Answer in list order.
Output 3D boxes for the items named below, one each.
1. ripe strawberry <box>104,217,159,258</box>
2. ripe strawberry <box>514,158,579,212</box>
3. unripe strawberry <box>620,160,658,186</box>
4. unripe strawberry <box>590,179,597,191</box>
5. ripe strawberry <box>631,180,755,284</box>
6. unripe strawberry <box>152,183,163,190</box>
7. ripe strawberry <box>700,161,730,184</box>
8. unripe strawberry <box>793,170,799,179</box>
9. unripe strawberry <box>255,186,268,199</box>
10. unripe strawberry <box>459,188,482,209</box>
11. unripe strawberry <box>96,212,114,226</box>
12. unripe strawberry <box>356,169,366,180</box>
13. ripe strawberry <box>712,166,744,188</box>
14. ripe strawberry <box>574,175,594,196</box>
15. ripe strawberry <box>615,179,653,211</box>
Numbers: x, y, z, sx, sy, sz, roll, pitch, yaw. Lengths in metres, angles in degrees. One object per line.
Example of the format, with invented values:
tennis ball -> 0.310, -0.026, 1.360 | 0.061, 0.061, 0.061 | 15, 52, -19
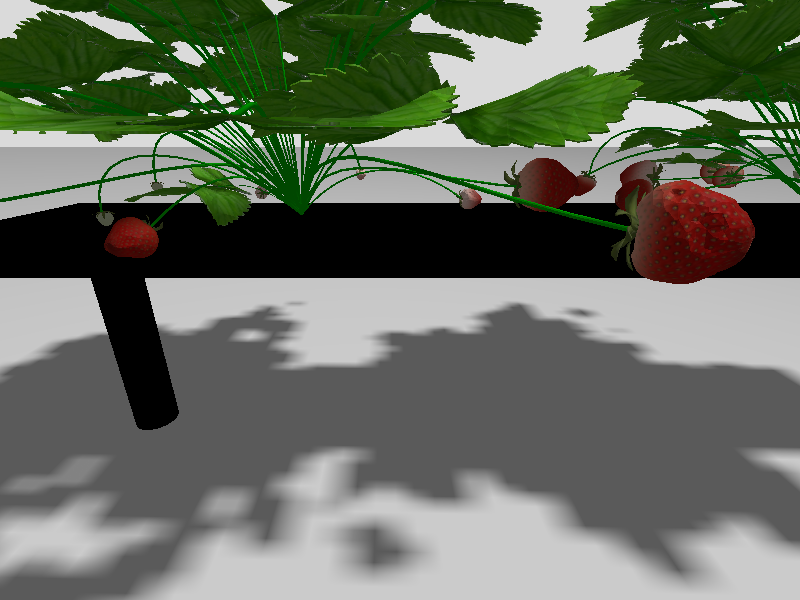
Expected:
ripe strawberry -> -0.146, -0.033, 0.217 | 0.025, 0.021, 0.025 | 10, 35, 22
ripe strawberry -> 0.126, -0.099, 0.345 | 0.052, 0.045, 0.052 | 0, 22, -2
unripe strawberry -> 0.273, -0.141, 0.458 | 0.033, 0.038, 0.036 | -16, 27, -33
unripe strawberry -> 0.218, -0.133, 0.461 | 0.015, 0.015, 0.014 | 18, 29, 37
ripe strawberry -> 0.126, -0.028, 0.175 | 0.044, 0.046, 0.040 | 18, 29, 36
unripe strawberry -> -0.258, -0.119, 0.426 | 0.010, 0.011, 0.011 | 11, 25, 25
ripe strawberry -> 0.447, -0.184, 0.570 | 0.034, 0.036, 0.037 | 7, 23, 17
unripe strawberry -> 0.505, -0.159, 0.507 | 0.011, 0.011, 0.010 | 17, 28, 35
unripe strawberry -> -0.147, -0.114, 0.425 | 0.013, 0.014, 0.014 | -15, 26, -33
unripe strawberry -> 0.064, -0.092, 0.364 | 0.019, 0.019, 0.021 | -1, 22, -9
unripe strawberry -> -0.208, -0.057, 0.283 | 0.010, 0.010, 0.009 | -12, 25, -26
unripe strawberry -> -0.059, -0.190, 0.607 | 0.015, 0.017, 0.017 | 2, -39, 5
ripe strawberry -> 0.413, -0.156, 0.507 | 0.032, 0.027, 0.032 | 6, 16, 14
ripe strawberry -> 0.204, -0.128, 0.448 | 0.023, 0.023, 0.025 | 37, 36, 20
ripe strawberry -> 0.195, -0.086, 0.335 | 0.029, 0.030, 0.026 | -2, 22, -2
